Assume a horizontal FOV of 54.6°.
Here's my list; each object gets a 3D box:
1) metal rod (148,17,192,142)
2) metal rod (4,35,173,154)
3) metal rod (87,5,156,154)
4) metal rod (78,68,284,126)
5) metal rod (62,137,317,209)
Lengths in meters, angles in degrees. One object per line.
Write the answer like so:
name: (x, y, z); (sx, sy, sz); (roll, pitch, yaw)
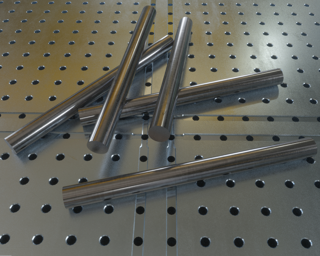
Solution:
metal rod: (0.023, -0.093, 0.460); (0.025, 0.025, 0.300); (7, 43, 6)
metal rod: (-0.085, -0.062, 0.459); (0.025, 0.025, 0.301); (35, 58, 26)
metal rod: (-0.045, -0.091, 0.449); (0.025, 0.025, 0.300); (8, 50, 6)
metal rod: (0.037, -0.047, 0.447); (0.302, 0.025, 0.025); (-13, 51, -11)
metal rod: (0.042, 0.050, 0.365); (0.302, 0.025, 0.025); (-10, 51, -9)
